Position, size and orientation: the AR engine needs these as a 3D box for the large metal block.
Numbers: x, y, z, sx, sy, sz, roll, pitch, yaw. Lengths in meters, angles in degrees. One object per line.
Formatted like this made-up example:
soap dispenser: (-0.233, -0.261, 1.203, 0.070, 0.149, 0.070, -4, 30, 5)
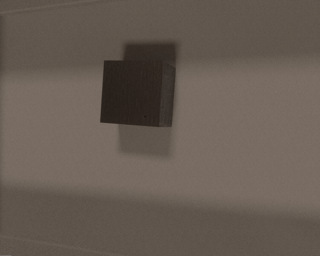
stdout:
large metal block: (-0.028, -0.044, 0.406, 0.080, 0.050, 0.079, 4, 92, 19)
